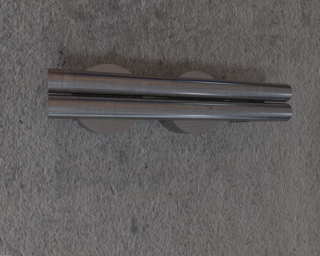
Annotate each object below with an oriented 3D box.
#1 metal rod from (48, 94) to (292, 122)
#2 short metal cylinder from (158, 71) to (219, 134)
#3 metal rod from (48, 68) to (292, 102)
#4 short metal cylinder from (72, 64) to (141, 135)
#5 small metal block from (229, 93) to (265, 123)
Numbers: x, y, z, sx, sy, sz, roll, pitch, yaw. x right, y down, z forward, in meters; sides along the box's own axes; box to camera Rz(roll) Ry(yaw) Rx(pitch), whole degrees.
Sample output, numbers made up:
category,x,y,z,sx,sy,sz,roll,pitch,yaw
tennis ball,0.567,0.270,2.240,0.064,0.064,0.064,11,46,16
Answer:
category,x,y,z,sx,sy,sz,roll,pitch,yaw
metal rod,0.028,-0.022,0.367,0.302,0.025,0.025,0,90,-20
short metal cylinder,0.038,-0.032,0.412,0.081,0.050,0.080,0,90,-20
metal rod,0.028,-0.048,0.367,0.302,0.025,0.025,0,90,-20
short metal cylinder,-0.066,-0.033,0.372,0.081,0.050,0.080,0,90,-20
small metal block,0.123,-0.033,0.444,0.025,0.050,0.050,-2,90,-20
